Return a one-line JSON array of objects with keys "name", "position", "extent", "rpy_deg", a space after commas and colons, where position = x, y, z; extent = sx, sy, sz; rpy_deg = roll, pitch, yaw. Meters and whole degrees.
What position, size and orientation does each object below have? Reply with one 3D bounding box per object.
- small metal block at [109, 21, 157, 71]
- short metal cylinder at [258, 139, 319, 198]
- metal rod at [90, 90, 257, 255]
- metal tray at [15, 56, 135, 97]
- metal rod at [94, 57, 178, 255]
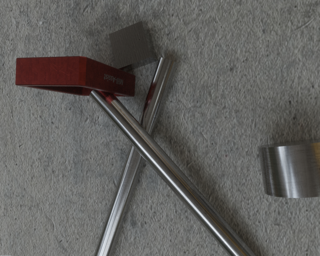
[{"name": "small metal block", "position": [-0.036, -0.109, 0.421], "extent": [0.050, 0.025, 0.050], "rpy_deg": [-16, 85, 19]}, {"name": "short metal cylinder", "position": [0.149, 0.040, 0.327], "extent": [0.080, 0.080, 0.050], "rpy_deg": [-8, 87, 19]}, {"name": "metal rod", "position": [0.019, 0.063, 0.383], "extent": [0.025, 0.025, 0.300], "rpy_deg": [-43, 84, 15]}, {"name": "metal tray", "position": [-0.098, -0.060, 0.386], "extent": [0.090, 0.130, 0.030], "rpy_deg": [3, 91, 20]}, {"name": "metal rod", "position": [-0.037, 0.052, 0.420], "extent": [0.025, 0.025, 0.298], "rpy_deg": [21, 97, 18]}]
